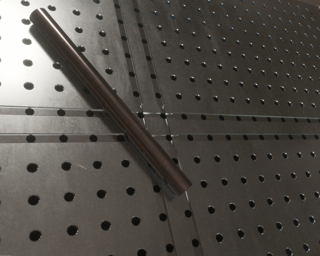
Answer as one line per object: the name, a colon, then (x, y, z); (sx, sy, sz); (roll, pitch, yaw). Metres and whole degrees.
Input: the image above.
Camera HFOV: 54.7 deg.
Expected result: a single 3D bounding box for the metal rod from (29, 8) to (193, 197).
metal rod: (-0.066, -0.037, 0.396); (0.300, 0.025, 0.025); (50, 51, 6)
